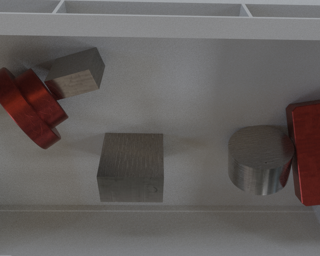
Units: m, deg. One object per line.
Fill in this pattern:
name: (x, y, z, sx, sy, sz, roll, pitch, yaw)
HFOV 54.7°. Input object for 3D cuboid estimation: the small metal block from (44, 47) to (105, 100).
small metal block: (-0.092, -0.060, 0.340, 0.050, 0.050, 0.025, -13, 129, 10)

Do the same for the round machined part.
round machined part: (-0.140, -0.027, 0.346, 0.042, 0.098, 0.098, -37, 128, -11)

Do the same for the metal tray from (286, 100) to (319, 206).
metal tray: (0.216, 0.029, 0.392, 0.090, 0.030, 0.129, -9, 99, 8)

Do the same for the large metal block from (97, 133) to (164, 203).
large metal block: (-0.036, 0.052, 0.417, 0.081, 0.080, 0.050, 1, 130, -1)

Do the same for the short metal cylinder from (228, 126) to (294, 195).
short metal cylinder: (0.131, 0.041, 0.410, 0.080, 0.080, 0.050, -6, 130, 4)
